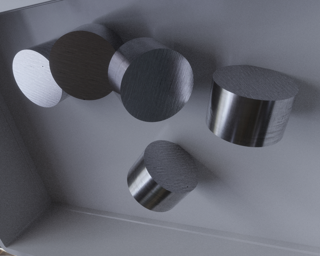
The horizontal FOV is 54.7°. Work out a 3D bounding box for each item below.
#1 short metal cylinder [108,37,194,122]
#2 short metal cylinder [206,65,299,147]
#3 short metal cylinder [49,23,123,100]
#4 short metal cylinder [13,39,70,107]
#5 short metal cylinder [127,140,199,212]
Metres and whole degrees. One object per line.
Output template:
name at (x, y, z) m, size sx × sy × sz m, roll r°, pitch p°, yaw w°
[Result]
short metal cylinder at (-0.011, -0.053, 0.337) m, size 0.050 × 0.081 × 0.079 m, roll -130°, pitch 31°, yaw -54°
short metal cylinder at (0.089, -0.025, 0.310) m, size 0.080 × 0.080 × 0.050 m, roll 17°, pitch 125°, yaw 18°
short metal cylinder at (-0.083, -0.079, 0.368) m, size 0.080 × 0.050 × 0.079 m, roll 1°, pitch 117°, yaw 2°
short metal cylinder at (-0.150, -0.075, 0.423) m, size 0.080 × 0.050 × 0.079 m, roll 13°, pitch 124°, yaw 20°
short metal cylinder at (0.004, 0.063, 0.409) m, size 0.080 × 0.080 × 0.050 m, roll 39°, pitch 129°, yaw 2°
